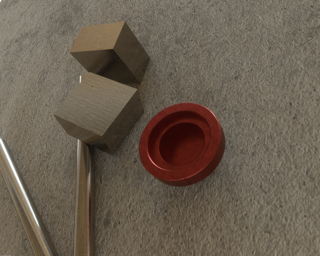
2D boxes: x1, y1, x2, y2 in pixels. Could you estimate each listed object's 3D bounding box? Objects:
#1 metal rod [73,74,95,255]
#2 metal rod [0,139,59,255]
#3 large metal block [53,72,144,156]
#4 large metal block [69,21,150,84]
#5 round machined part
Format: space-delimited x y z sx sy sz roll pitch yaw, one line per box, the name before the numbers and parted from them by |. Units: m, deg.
metal rod | -0.103 0.041 0.430 0.025 0.025 0.299 -20 54 16
metal rod | -0.189 0.109 0.433 0.025 0.025 0.300 -45 51 -3
large metal block | -0.080 -0.021 0.422 0.080 0.050 0.080 22 63 22
large metal block | -0.074 -0.111 0.474 0.080 0.080 0.050 4 64 29
round machined part | 0.028 0.022 0.363 0.098 0.042 0.098 -13 56 20
